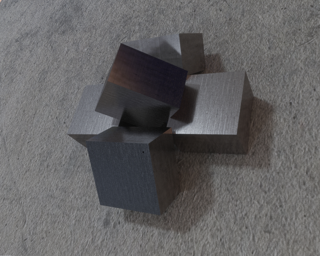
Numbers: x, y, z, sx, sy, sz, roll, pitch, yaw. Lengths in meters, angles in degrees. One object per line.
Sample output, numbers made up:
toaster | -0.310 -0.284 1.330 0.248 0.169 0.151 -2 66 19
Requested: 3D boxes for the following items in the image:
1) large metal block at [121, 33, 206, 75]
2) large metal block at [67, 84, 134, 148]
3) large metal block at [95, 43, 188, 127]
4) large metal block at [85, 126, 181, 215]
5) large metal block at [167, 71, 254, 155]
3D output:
large metal block | 0.008 -0.096 0.416 0.080 0.080 0.050 0 105 28
large metal block | -0.071 -0.015 0.434 0.080 0.050 0.080 0 62 27
large metal block | -0.024 -0.043 0.365 0.080 0.080 0.050 136 151 -61
large metal block | -0.028 0.044 0.349 0.080 0.079 0.050 1 19 29
large metal block | 0.060 -0.017 0.364 0.080 0.050 0.080 0 62 28
